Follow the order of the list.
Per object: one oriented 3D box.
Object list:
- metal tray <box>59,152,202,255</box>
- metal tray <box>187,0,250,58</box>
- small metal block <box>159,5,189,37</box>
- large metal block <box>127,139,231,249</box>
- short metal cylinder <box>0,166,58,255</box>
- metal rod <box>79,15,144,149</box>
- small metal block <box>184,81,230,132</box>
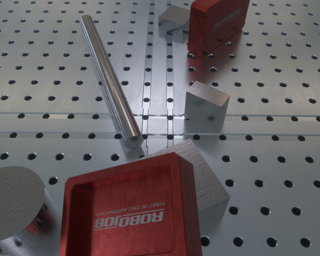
[{"bbox_3d":[-0.031,0.081,0.283,0.130,0.030,0.090,-16,61,25],"label":"metal tray"},{"bbox_3d":[0.102,-0.188,0.523,0.030,0.090,0.131,36,59,26],"label":"metal tray"},{"bbox_3d":[0.032,-0.200,0.576,0.050,0.025,0.050,24,54,19],"label":"small metal block"},{"bbox_3d":[0.015,0.069,0.334,0.081,0.050,0.080,-20,53,-16],"label":"large metal block"},{"bbox_3d":[-0.153,0.086,0.318,0.081,0.050,0.080,0,50,0],"label":"short metal cylinder"},{"bbox_3d":[-0.085,-0.090,0.482,0.025,0.025,0.300,-16,52,-13],"label":"metal rod"},{"bbox_3d":[0.062,-0.029,0.416,0.050,0.050,0.025,27,55,21],"label":"small metal block"}]
